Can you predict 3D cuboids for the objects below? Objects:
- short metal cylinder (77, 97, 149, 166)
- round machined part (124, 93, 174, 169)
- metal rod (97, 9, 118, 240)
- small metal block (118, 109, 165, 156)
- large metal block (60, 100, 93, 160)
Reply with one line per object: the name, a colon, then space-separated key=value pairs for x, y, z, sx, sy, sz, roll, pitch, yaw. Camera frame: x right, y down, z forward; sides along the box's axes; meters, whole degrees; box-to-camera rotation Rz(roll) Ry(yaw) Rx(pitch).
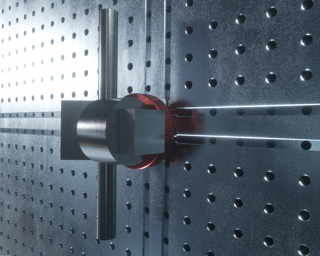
short metal cylinder: x=-0.051 y=0.004 z=0.374 sx=0.050 sy=0.081 sz=0.079 roll=1 pitch=91 yaw=40
round machined part: x=-0.020 y=0.004 z=0.411 sx=0.098 sy=0.042 sz=0.097 roll=0 pitch=90 yaw=39
metal rod: x=-0.070 y=-0.004 z=0.410 sx=0.025 sy=0.025 sz=0.298 roll=1 pitch=91 yaw=39
small metal block: x=-0.020 y=0.004 z=0.353 sx=0.025 sy=0.050 sz=0.050 roll=2 pitch=91 yaw=40
large metal block: x=-0.108 y=0.002 z=0.452 sx=0.050 sy=0.080 sz=0.079 roll=1 pitch=91 yaw=-1
